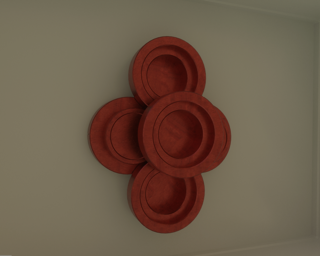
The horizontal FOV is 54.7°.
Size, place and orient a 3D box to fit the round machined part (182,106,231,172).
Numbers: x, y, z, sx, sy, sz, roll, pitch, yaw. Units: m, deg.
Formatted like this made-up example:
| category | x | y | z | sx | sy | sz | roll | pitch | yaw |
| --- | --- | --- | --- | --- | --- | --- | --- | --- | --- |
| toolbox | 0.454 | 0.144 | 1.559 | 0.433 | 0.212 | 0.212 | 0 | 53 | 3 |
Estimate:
| category | x | y | z | sx | sy | sz | roll | pitch | yaw |
| --- | --- | --- | --- | --- | --- | --- | --- | --- | --- |
| round machined part | 0.056 | 0.013 | 0.421 | 0.099 | 0.042 | 0.097 | 0 | 90 | -21 |

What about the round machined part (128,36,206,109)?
| category | x | y | z | sx | sy | sz | roll | pitch | yaw |
| --- | --- | --- | --- | --- | --- | --- | --- | --- | --- |
| round machined part | 0.006 | -0.065 | 0.402 | 0.099 | 0.042 | 0.097 | 0 | 90 | -21 |

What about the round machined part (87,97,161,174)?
| category | x | y | z | sx | sy | sz | roll | pitch | yaw |
| --- | --- | --- | --- | --- | --- | --- | --- | --- | --- |
| round machined part | -0.038 | 0.010 | 0.386 | 0.099 | 0.042 | 0.097 | 0 | 90 | -21 |

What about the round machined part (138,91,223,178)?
| category | x | y | z | sx | sy | sz | roll | pitch | yaw |
| --- | --- | --- | --- | --- | --- | --- | --- | --- | --- |
| round machined part | 0.021 | 0.007 | 0.363 | 0.099 | 0.042 | 0.097 | 0 | 90 | -21 |

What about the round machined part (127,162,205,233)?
| category | x | y | z | sx | sy | sz | roll | pitch | yaw |
| --- | --- | --- | --- | --- | --- | --- | --- | --- | --- |
| round machined part | 0.005 | 0.082 | 0.402 | 0.099 | 0.042 | 0.097 | 0 | 90 | -21 |
